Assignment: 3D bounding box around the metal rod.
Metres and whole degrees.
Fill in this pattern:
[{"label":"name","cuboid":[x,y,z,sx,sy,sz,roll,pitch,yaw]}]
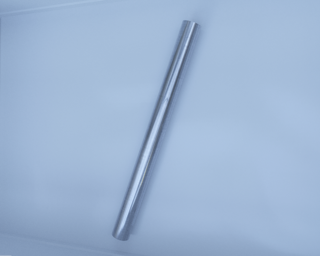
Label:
[{"label":"metal rod","cuboid":[-0.007,0.008,0.411,0.025,0.025,0.298,21,97,19]}]
